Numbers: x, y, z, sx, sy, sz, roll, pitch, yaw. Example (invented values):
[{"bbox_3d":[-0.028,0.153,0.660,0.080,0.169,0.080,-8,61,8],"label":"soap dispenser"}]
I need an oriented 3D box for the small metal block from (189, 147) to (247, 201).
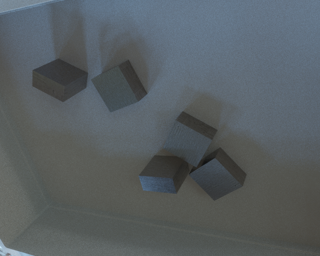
[{"bbox_3d":[0.075,0.061,0.406,0.050,0.025,0.050,46,129,-5],"label":"small metal block"}]

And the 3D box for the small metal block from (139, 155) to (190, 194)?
[{"bbox_3d":[0.007,0.063,0.426,0.050,0.050,0.025,0,118,28],"label":"small metal block"}]

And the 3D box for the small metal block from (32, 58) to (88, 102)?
[{"bbox_3d":[-0.135,-0.066,0.421,0.050,0.050,0.025,27,128,11],"label":"small metal block"}]

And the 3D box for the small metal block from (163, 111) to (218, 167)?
[{"bbox_3d":[0.038,0.015,0.397,0.050,0.025,0.050,29,128,9],"label":"small metal block"}]

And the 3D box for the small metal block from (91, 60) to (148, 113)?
[{"bbox_3d":[-0.053,-0.054,0.402,0.050,0.025,0.050,-17,110,34],"label":"small metal block"}]
